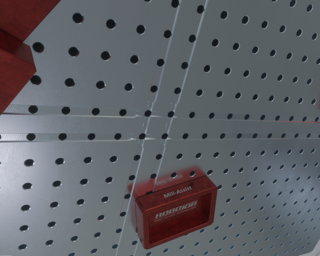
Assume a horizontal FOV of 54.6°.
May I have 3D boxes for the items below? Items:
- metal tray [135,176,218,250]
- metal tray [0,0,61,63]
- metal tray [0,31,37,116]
[{"bbox_3d":[0.028,0.138,0.507,0.131,0.030,0.089,-14,124,-21],"label":"metal tray"},{"bbox_3d":[-0.159,-0.101,0.258,0.130,0.030,0.090,-46,129,4],"label":"metal tray"},{"bbox_3d":[-0.180,-0.033,0.259,0.130,0.030,0.090,-43,142,19],"label":"metal tray"}]
